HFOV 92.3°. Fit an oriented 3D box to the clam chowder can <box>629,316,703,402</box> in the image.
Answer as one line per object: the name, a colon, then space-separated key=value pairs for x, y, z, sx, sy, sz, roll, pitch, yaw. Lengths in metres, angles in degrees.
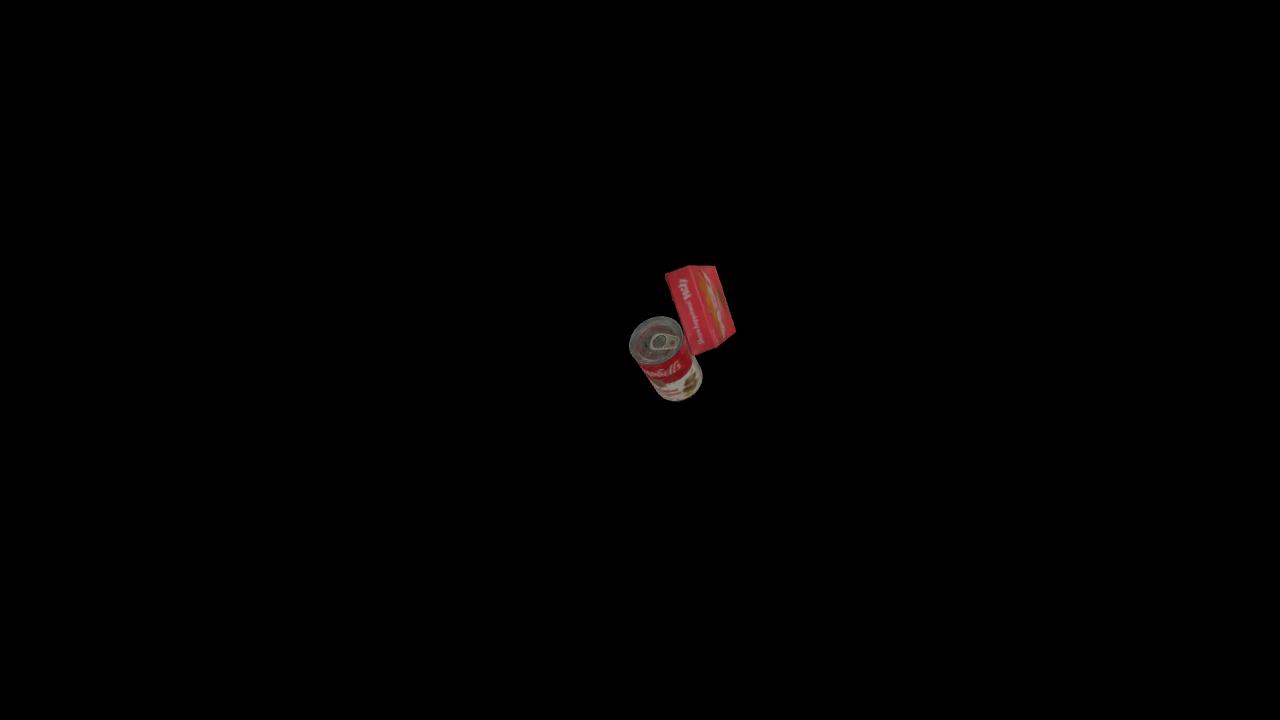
clam chowder can: x=0.035 y=0.001 z=0.768 sx=0.068 sy=0.068 sz=0.102 roll=0 pitch=-30 yaw=22

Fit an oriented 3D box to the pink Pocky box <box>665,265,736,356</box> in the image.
pink Pocky box: x=0.068 y=-0.057 z=0.650 sx=0.029 sy=0.084 sz=0.155 roll=-18 pitch=3 yaw=18
